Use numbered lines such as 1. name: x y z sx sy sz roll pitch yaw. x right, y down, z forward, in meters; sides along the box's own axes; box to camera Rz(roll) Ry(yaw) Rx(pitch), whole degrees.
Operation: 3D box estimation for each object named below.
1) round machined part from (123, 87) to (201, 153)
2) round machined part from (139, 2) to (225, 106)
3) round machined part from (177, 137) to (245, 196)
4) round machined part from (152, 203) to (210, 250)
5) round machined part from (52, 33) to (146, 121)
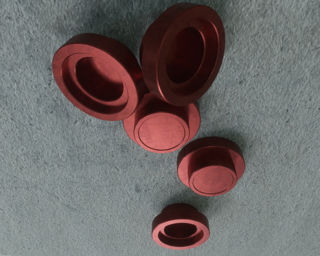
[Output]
1. round machined part: 0.002 -0.006 0.391 0.099 0.042 0.097 0 130 0
2. round machined part: 0.018 -0.075 0.310 0.099 0.042 0.097 -27 131 -35
3. round machined part: 0.074 0.062 0.449 0.099 0.042 0.097 0 130 0
4. round machined part: 0.035 0.168 0.539 0.099 0.042 0.097 0 130 0
5. round machined part: -0.060 -0.057 0.333 0.098 0.042 0.097 14 137 14
